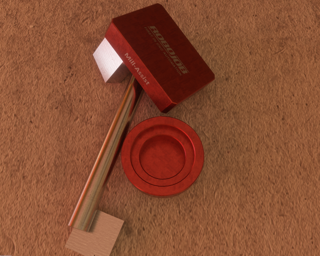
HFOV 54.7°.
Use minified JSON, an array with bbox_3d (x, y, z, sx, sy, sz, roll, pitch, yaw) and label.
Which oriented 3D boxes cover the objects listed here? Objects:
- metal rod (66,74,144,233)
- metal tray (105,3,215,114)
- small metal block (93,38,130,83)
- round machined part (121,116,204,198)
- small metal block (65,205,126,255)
[{"bbox_3d":[-0.045,-0.019,0.400,0.025,0.025,0.300,17,65,6],"label":"metal rod"},{"bbox_3d":[0.002,-0.094,0.406,0.091,0.030,0.130,-36,88,-36],"label":"metal tray"},{"bbox_3d":[-0.062,-0.097,0.427,0.025,0.050,0.050,-6,64,-47],"label":"small metal block"},{"bbox_3d":[0.003,0.038,0.385,0.099,0.042,0.098,0,70,-1],"label":"round machined part"},{"bbox_3d":[-0.074,0.124,0.362,0.050,0.025,0.050,21,71,7],"label":"small metal block"}]
